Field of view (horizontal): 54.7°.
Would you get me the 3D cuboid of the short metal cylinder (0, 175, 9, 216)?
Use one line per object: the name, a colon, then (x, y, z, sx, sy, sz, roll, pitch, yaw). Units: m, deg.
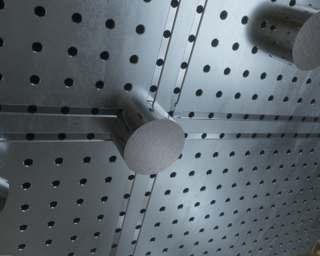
short metal cylinder: (-0.202, 0.076, 0.312, 0.080, 0.080, 0.050, -45, 129, 3)

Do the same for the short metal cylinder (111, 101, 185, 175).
short metal cylinder: (-0.016, 0.013, 0.394, 0.081, 0.050, 0.079, -14, 124, -21)

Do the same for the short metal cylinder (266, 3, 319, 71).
short metal cylinder: (0.194, -0.125, 0.424, 0.081, 0.050, 0.079, -14, 124, -21)
